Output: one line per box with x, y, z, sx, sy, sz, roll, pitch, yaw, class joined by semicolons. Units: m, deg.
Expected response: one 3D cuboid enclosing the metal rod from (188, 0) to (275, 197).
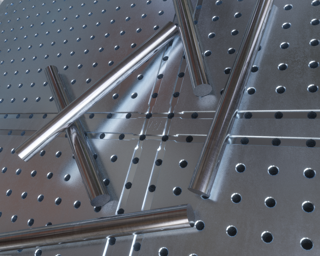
0.098;-0.059;0.392;0.025;0.025;0.300;10;67;32;metal rod

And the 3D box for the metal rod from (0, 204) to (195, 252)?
-0.104;0.128;0.382;0.301;0.025;0.025;-14;56;19;metal rod

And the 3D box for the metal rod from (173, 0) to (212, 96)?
0.040;-0.173;0.492;0.025;0.025;0.299;-19;54;17;metal rod

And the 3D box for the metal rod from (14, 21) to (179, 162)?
-0.088;-0.060;0.467;0.301;0.025;0.025;-42;51;-10;metal rod

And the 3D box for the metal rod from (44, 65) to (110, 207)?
-0.138;-0.007;0.482;0.025;0.025;0.300;-36;51;4;metal rod
